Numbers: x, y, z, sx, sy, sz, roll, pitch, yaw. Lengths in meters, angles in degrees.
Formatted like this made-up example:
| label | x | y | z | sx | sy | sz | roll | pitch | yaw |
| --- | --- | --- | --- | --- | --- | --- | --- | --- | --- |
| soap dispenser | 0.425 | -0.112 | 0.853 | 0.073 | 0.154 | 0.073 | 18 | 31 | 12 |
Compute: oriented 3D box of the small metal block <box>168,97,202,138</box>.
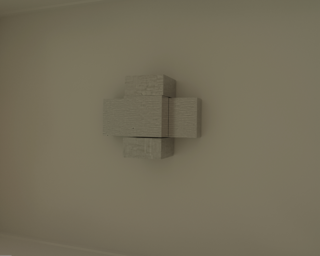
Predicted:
| label | x | y | z | sx | sy | sz | roll | pitch | yaw |
| --- | --- | --- | --- | --- | --- | --- | --- | --- | --- |
| small metal block | 0.026 | -0.013 | 0.400 | 0.050 | 0.025 | 0.050 | 1 | 90 | 19 |

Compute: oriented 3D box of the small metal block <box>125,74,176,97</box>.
| label | x | y | z | sx | sy | sz | roll | pitch | yaw |
| --- | --- | --- | --- | --- | --- | --- | --- | --- | --- |
| small metal block | -0.011 | -0.052 | 0.399 | 0.050 | 0.050 | 0.025 | 1 | 91 | 20 |

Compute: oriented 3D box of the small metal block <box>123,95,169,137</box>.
| label | x | y | z | sx | sy | sz | roll | pitch | yaw |
| --- | --- | --- | --- | --- | --- | --- | --- | --- | --- |
| small metal block | -0.017 | -0.014 | 0.387 | 0.050 | 0.025 | 0.050 | 1 | 90 | 19 |

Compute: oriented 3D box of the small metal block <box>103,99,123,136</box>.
| label | x | y | z | sx | sy | sz | roll | pitch | yaw |
| --- | --- | --- | --- | --- | --- | --- | --- | --- | --- |
| small metal block | -0.050 | -0.014 | 0.426 | 0.050 | 0.025 | 0.050 | 1 | 90 | 20 |

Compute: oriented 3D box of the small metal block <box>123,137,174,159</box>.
| label | x | y | z | sx | sy | sz | roll | pitch | yaw |
| --- | --- | --- | --- | --- | --- | --- | --- | --- | --- |
| small metal block | -0.014 | 0.024 | 0.399 | 0.050 | 0.050 | 0.025 | 1 | 91 | 20 |
